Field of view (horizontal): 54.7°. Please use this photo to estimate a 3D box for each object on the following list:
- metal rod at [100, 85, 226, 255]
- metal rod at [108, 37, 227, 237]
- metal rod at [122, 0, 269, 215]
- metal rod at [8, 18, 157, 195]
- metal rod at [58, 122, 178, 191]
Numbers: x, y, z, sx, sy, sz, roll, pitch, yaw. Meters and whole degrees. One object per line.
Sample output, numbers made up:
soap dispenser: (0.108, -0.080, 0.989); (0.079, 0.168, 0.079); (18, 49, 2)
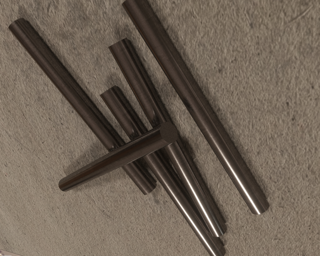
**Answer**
metal rod: (0.011, 0.072, 0.444); (0.025, 0.025, 0.299); (-24, 106, 36)
metal rod: (0.018, 0.024, 0.410); (0.025, 0.025, 0.299); (-17, 110, 34)
metal rod: (0.050, -0.018, 0.368); (0.025, 0.025, 0.299); (-24, 106, 36)
metal rod: (-0.104, -0.024, 0.444); (0.025, 0.025, 0.300); (-30, 102, 37)
metal rod: (-0.080, 0.054, 0.449); (0.025, 0.025, 0.299); (52, 137, -9)
